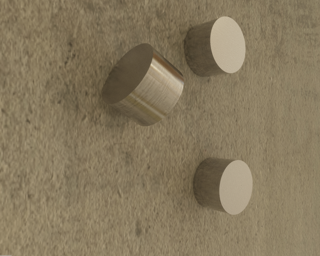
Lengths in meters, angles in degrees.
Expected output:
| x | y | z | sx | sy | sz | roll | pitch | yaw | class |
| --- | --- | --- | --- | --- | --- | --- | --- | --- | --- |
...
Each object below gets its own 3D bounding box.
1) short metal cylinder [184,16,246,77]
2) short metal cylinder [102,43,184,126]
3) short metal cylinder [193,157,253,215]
| x | y | z | sx | sy | sz | roll | pitch | yaw | class |
| --- | --- | --- | --- | --- | --- | --- | --- | --- | --- |
| 0.082 | -0.118 | 0.459 | 0.081 | 0.050 | 0.079 | 0 | 90 | -40 | short metal cylinder |
| -0.020 | -0.049 | 0.354 | 0.050 | 0.080 | 0.080 | 35 | 68 | -35 | short metal cylinder |
| 0.097 | 0.087 | 0.472 | 0.081 | 0.050 | 0.079 | 0 | 90 | -40 | short metal cylinder |
